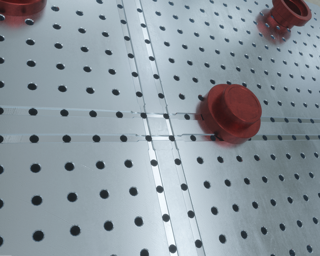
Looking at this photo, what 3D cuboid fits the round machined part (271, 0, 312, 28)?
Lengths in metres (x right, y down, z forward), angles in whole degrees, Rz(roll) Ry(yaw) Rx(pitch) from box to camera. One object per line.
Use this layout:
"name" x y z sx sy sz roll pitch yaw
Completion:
"round machined part" 0.301 -0.273 0.724 0.099 0.042 0.098 13 56 -21

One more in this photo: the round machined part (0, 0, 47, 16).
"round machined part" -0.199 -0.201 0.412 0.099 0.042 0.098 13 56 -21

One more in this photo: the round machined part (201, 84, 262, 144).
"round machined part" 0.116 -0.028 0.476 0.099 0.042 0.098 13 56 -21
